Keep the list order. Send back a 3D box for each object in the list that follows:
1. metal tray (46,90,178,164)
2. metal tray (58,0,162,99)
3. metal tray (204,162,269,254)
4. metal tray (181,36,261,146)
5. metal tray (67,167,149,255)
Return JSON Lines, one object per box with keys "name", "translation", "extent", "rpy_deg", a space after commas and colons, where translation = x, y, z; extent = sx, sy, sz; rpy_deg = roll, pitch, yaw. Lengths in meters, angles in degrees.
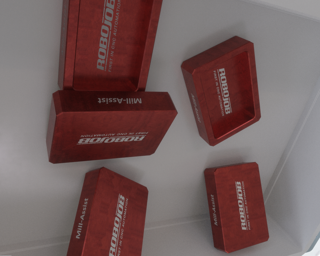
{"name": "metal tray", "translation": [-0.056, -0.001, 0.353], "extent": [0.131, 0.030, 0.089], "rpy_deg": [-3, 143, -27]}
{"name": "metal tray", "translation": [-0.052, -0.094, 0.318], "extent": [0.091, 0.030, 0.129], "rpy_deg": [-2, 119, -28]}
{"name": "metal tray", "translation": [0.125, 0.125, 0.505], "extent": [0.091, 0.030, 0.129], "rpy_deg": [-5, 84, -26]}
{"name": "metal tray", "translation": [0.088, -0.047, 0.423], "extent": [0.090, 0.030, 0.129], "rpy_deg": [-28, 128, -11]}
{"name": "metal tray", "translation": [-0.062, 0.125, 0.391], "extent": [0.030, 0.130, 0.090], "rpy_deg": [-21, 140, 36]}
